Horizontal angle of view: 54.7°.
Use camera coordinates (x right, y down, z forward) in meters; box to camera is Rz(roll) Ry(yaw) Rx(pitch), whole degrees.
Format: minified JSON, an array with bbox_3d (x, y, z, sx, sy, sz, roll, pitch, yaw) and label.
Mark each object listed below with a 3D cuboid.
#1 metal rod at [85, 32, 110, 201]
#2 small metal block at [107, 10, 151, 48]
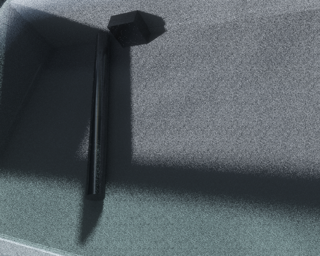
[{"bbox_3d":[-0.092,-0.037,0.474,0.025,0.025,0.299,-17,55,18],"label":"metal rod"},{"bbox_3d":[-0.050,-0.163,0.514,0.050,0.050,0.025,-1,61,27],"label":"small metal block"}]
